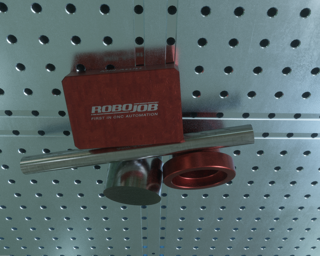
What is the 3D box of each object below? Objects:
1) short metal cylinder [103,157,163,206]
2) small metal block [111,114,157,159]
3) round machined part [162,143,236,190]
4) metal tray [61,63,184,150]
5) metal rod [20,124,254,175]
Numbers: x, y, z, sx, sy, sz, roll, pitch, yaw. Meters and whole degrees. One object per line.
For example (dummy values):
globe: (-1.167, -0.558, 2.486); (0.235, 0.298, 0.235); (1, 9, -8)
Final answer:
short metal cylinder: (-0.036, 0.074, 0.442); (0.080, 0.050, 0.080); (4, 149, 3)
small metal block: (-0.036, 0.013, 0.433); (0.050, 0.025, 0.050); (14, 129, -12)
round machined part: (0.052, 0.051, 0.429); (0.099, 0.042, 0.098); (-4, 152, -2)
metal tray: (-0.040, -0.025, 0.368); (0.131, 0.030, 0.089); (-4, 112, 2)
metal rod: (-0.033, 0.029, 0.402); (0.302, 0.025, 0.025); (-8, 130, 6)
